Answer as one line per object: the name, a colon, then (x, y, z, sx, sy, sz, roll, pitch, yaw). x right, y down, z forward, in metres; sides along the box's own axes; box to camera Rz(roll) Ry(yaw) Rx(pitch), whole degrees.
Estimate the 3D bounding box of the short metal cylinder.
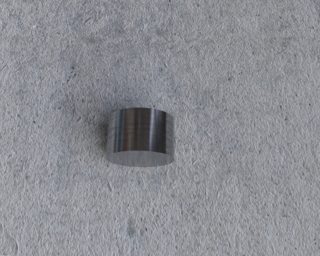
short metal cylinder: (-0.023, 0.014, 0.374, 0.080, 0.080, 0.050, 1, 70, 0)
